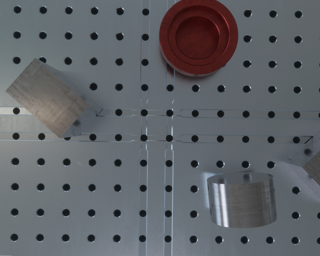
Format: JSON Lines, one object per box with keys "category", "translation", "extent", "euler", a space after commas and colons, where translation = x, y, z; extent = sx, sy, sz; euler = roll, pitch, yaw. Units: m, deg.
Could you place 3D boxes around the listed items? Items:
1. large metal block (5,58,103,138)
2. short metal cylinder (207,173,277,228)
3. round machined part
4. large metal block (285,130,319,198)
{"category": "large metal block", "translation": [-0.125, -0.034, 0.385], "extent": [0.080, 0.080, 0.050], "euler": [41, 90, 0]}
{"category": "short metal cylinder", "translation": [0.101, 0.087, 0.387], "extent": [0.080, 0.080, 0.050], "euler": [-5, 90, 0]}
{"category": "round machined part", "translation": [0.048, -0.115, 0.405], "extent": [0.099, 0.042, 0.097], "euler": [0, 90, 0]}
{"category": "large metal block", "translation": [0.230, 0.049, 0.402], "extent": [0.080, 0.050, 0.080], "euler": [-43, 90, 0]}
